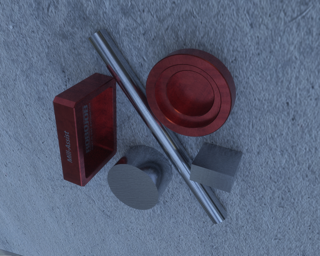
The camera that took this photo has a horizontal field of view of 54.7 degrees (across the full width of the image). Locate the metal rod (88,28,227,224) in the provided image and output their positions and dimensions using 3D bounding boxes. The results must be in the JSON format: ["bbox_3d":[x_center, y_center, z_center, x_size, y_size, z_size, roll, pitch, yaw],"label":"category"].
[{"bbox_3d":[0.004,0.007,0.410,0.025,0.025,0.299,-24,106,36],"label":"metal rod"}]

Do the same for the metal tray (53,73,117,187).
[{"bbox_3d":[-0.094,0.002,0.416,0.030,0.090,0.129,17,125,18],"label":"metal tray"}]

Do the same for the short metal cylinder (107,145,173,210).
[{"bbox_3d":[-0.028,0.071,0.449,0.080,0.050,0.079,13,124,20],"label":"short metal cylinder"}]

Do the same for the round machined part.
[{"bbox_3d":[0.037,-0.042,0.351,0.098,0.042,0.097,13,124,20],"label":"round machined part"}]

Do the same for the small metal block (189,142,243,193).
[{"bbox_3d":[0.069,0.047,0.380,0.050,0.050,0.025,16,125,19],"label":"small metal block"}]
